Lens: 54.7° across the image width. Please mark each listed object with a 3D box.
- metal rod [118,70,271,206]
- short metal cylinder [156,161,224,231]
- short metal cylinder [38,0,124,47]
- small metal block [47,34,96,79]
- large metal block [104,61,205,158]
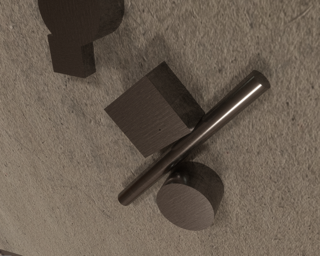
[{"bbox_3d":[0.024,0.033,0.413,0.025,0.025,0.298,43,129,-2],"label":"metal rod"},{"bbox_3d":[0.042,0.093,0.425,0.080,0.050,0.079,13,124,20],"label":"short metal cylinder"},{"bbox_3d":[-0.088,-0.138,0.350,0.080,0.050,0.079,13,124,20],"label":"short metal cylinder"},{"bbox_3d":[-0.115,-0.097,0.405,0.050,0.025,0.050,14,124,20],"label":"small metal block"},{"bbox_3d":[-0.007,-0.021,0.380,0.080,0.050,0.080,-33,101,38],"label":"large metal block"}]
